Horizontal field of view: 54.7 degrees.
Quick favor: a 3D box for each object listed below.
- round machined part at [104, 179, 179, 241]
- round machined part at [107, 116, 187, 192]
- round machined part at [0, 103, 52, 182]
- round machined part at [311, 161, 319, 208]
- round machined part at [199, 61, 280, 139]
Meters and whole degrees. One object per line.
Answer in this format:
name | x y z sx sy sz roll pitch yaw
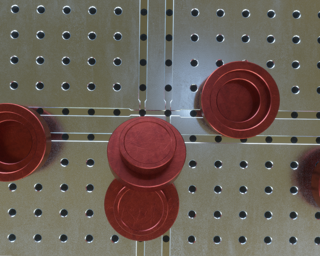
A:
round machined part | -0.024 0.100 0.405 0.099 0.042 0.097 0 90 -1
round machined part | -0.016 0.026 0.384 0.099 0.042 0.098 3 60 -4
round machined part | -0.190 0.018 0.402 0.099 0.042 0.097 0 90 -1
round machined part | 0.248 0.074 0.408 0.099 0.042 0.097 0 90 -1
round machined part | 0.101 -0.035 0.406 0.099 0.042 0.097 0 90 -1
